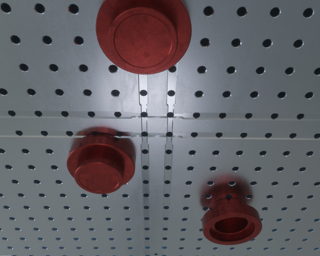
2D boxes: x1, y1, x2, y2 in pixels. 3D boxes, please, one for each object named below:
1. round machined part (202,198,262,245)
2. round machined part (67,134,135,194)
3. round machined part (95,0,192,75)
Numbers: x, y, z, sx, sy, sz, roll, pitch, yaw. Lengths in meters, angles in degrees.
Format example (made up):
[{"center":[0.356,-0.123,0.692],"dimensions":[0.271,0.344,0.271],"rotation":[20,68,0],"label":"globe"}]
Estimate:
[{"center":[0.121,0.158,0.536],"dimensions":[0.099,0.042,0.097],"rotation":[0,130,0],"label":"round machined part"},{"center":[-0.085,0.059,0.450],"dimensions":[0.099,0.042,0.097],"rotation":[0,130,0],"label":"round machined part"},{"center":[-0.017,-0.097,0.318],"dimensions":[0.099,0.042,0.097],"rotation":[0,130,0],"label":"round machined part"}]
